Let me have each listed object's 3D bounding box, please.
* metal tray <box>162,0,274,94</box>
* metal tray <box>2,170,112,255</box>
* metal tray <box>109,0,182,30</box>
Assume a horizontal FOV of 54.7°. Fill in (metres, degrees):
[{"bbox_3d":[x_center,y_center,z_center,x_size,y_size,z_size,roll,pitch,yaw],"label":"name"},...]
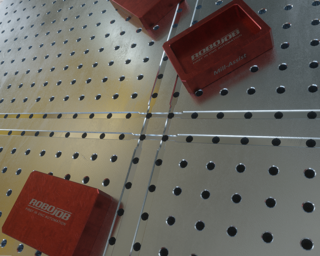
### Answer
[{"bbox_3d":[0.077,-0.116,0.434,0.130,0.030,0.090,-30,52,8],"label":"metal tray"},{"bbox_3d":[-0.137,0.113,0.406,0.130,0.030,0.090,8,65,31],"label":"metal tray"},{"bbox_3d":[-0.030,-0.241,0.567,0.090,0.030,0.130,-43,51,-2],"label":"metal tray"}]
